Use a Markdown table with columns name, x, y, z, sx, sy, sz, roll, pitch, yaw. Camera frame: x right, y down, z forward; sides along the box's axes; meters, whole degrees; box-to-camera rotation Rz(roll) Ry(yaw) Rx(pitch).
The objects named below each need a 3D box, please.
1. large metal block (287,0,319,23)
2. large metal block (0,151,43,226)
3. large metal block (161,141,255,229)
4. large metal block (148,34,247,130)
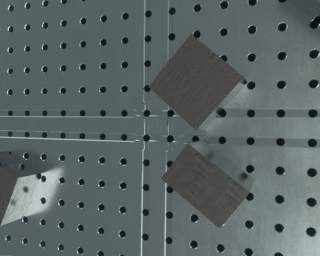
| name | x | y | z | sx | sy | sz | roll | pitch | yaw |
| --- | --- | --- | --- | --- | --- | --- | --- | --- | --- |
| large metal block | 0.189 | -0.163 | 0.332 | 0.080 | 0.050 | 0.080 | 44 | 104 | 14 |
| large metal block | -0.245 | 0.092 | 0.487 | 0.080 | 0.050 | 0.080 | 26 | 98 | 18 |
| large metal block | 0.059 | 0.060 | 0.363 | 0.080 | 0.080 | 0.050 | 39 | 103 | 16 |
| large metal block | 0.048 | -0.053 | 0.383 | 0.080 | 0.050 | 0.080 | 44 | 104 | 14 |
